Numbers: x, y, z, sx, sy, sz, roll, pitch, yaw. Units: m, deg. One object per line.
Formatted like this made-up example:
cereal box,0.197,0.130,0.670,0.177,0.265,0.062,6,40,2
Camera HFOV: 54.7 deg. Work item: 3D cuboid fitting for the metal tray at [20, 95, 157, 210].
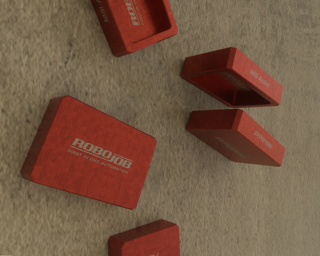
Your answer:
metal tray,-0.071,0.031,0.344,0.131,0.030,0.090,28,72,-37

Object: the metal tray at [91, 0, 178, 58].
metal tray,-0.037,-0.161,0.371,0.091,0.030,0.129,-34,111,-35

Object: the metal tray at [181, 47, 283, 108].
metal tray,0.106,-0.067,0.453,0.131,0.090,0.030,24,75,-38

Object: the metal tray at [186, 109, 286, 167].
metal tray,0.113,0.016,0.460,0.130,0.090,0.030,33,70,-36

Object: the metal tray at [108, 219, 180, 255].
metal tray,-0.016,0.192,0.391,0.091,0.030,0.129,-5,93,-40
